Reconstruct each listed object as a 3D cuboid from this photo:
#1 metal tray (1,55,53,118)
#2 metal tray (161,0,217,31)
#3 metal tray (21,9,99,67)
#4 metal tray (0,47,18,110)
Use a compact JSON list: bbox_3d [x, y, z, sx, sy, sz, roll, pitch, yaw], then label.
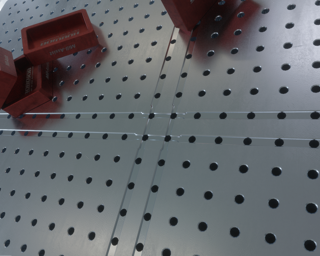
[{"bbox_3d":[-0.253,-0.092,0.596,0.090,0.030,0.130,-24,53,13],"label":"metal tray"},{"bbox_3d":[0.058,-0.227,0.476,0.030,0.090,0.130,32,80,38],"label":"metal tray"},{"bbox_3d":[-0.191,-0.174,0.589,0.131,0.030,0.090,-21,52,-6],"label":"metal tray"},{"bbox_3d":[-0.311,-0.091,0.587,0.090,0.030,0.130,-54,42,14],"label":"metal tray"}]
